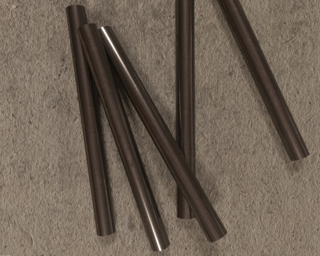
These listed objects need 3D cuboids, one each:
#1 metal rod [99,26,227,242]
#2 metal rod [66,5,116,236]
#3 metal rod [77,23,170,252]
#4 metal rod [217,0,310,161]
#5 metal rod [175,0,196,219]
[{"bbox_3d":[-0.003,0.002,0.392,0.025,0.025,0.299,-29,83,0],"label":"metal rod"},{"bbox_3d":[-0.091,-0.010,0.408,0.025,0.025,0.298,-8,90,0],"label":"metal rod"},{"bbox_3d":[-0.045,0.015,0.399,0.025,0.025,0.298,-18,94,0],"label":"metal rod"},{"bbox_3d":[0.124,-0.097,0.411,0.025,0.025,0.299,-25,90,0],"label":"metal rod"},{"bbox_3d":[0.034,-0.032,0.410,0.025,0.025,0.298,0,90,-1],"label":"metal rod"}]
